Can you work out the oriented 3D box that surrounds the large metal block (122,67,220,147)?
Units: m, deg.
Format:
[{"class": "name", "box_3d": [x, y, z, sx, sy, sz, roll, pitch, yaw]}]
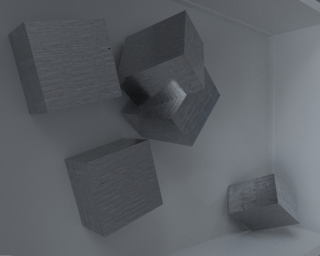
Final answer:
[{"class": "large metal block", "box_3d": [0.014, -0.029, 0.380, 0.080, 0.080, 0.050, -58, 133, -24]}]

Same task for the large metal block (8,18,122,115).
[{"class": "large metal block", "box_3d": [-0.094, -0.062, 0.313, 0.081, 0.050, 0.079, -19, 102, -38]}]

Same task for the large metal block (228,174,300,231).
[{"class": "large metal block", "box_3d": [0.169, 0.125, 0.507, 0.080, 0.080, 0.050, 40, 41, -33]}]

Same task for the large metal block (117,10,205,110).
[{"class": "large metal block", "box_3d": [0.003, -0.076, 0.352, 0.050, 0.080, 0.080, 50, 33, -41]}]

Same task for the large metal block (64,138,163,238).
[{"class": "large metal block", "box_3d": [-0.050, 0.062, 0.350, 0.081, 0.050, 0.079, -20, 103, -39]}]
